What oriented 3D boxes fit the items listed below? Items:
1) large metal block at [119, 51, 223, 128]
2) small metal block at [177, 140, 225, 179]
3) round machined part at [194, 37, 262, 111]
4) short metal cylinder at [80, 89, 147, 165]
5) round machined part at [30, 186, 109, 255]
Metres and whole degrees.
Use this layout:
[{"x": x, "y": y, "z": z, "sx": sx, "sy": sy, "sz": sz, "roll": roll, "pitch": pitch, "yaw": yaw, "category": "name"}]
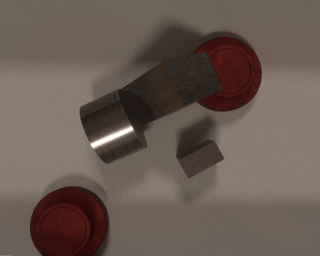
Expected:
[{"x": 0.013, "y": -0.045, "z": 0.368, "sx": 0.080, "sy": 0.081, "sz": 0.050, "roll": -24, "pitch": 91, "yaw": 44, "category": "large metal block"}, {"x": 0.050, "y": 0.039, "z": 0.400, "sx": 0.050, "sy": 0.050, "sz": 0.025, "roll": -29, "pitch": 90, "yaw": 0, "category": "small metal block"}, {"x": 0.085, "y": -0.071, "z": 0.404, "sx": 0.099, "sy": 0.042, "sz": 0.097, "roll": 0, "pitch": 90, "yaw": -1, "category": "round machined part"}, {"x": -0.056, "y": -0.002, "z": 0.382, "sx": 0.050, "sy": 0.080, "sz": 0.080, "roll": -25, "pitch": 90, "yaw": 4, "category": "short metal cylinder"}, {"x": -0.119, "y": 0.127, "z": 0.398, "sx": 0.099, "sy": 0.042, "sz": 0.097, "roll": 0, "pitch": 86, "yaw": 0, "category": "round machined part"}]
